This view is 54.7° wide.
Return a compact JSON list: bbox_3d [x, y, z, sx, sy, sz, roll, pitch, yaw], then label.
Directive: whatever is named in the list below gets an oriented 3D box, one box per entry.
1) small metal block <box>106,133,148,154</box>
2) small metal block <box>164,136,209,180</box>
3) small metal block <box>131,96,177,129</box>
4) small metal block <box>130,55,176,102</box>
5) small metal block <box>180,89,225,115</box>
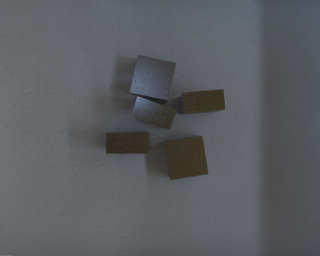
[{"bbox_3d":[-0.040,0.018,0.398,0.050,0.050,0.025,0,90,0],"label":"small metal block"},{"bbox_3d":[0.034,0.039,0.412,0.050,0.025,0.050,-9,90,0],"label":"small metal block"},{"bbox_3d":[-0.008,-0.018,0.399,0.050,0.050,0.025,20,90,0],"label":"small metal block"},{"bbox_3d":[-0.009,-0.065,0.411,0.050,0.025,0.050,12,90,0],"label":"small metal block"},{"bbox_3d":[0.053,-0.033,0.399,0.050,0.050,0.025,-5,90,0],"label":"small metal block"}]
